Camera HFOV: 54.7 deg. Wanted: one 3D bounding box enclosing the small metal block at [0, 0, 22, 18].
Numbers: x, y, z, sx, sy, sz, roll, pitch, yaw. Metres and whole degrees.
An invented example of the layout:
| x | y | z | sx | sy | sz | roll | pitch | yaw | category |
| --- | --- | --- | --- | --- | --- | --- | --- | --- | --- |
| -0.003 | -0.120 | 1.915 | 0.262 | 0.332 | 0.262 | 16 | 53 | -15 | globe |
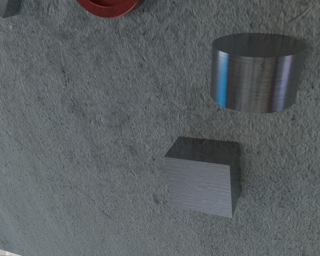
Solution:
| x | y | z | sx | sy | sz | roll | pitch | yaw | category |
| --- | --- | --- | --- | --- | --- | --- | --- | --- | --- |
| -0.207 | -0.181 | 0.401 | 0.050 | 0.025 | 0.050 | 42 | 129 | -2 | small metal block |

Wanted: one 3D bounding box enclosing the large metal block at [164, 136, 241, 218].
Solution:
| x | y | z | sx | sy | sz | roll | pitch | yaw | category |
| --- | --- | --- | --- | --- | --- | --- | --- | --- | --- |
| 0.057 | 0.061 | 0.397 | 0.080 | 0.050 | 0.079 | 5 | 121 | 25 | large metal block |

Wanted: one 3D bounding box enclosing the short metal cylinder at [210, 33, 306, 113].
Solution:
| x | y | z | sx | sy | sz | roll | pitch | yaw | category |
| --- | --- | --- | --- | --- | --- | --- | --- | --- | --- |
| 0.089 | -0.054 | 0.290 | 0.080 | 0.080 | 0.050 | 11 | 123 | 22 | short metal cylinder |

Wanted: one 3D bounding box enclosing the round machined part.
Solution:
| x | y | z | sx | sy | sz | roll | pitch | yaw | category |
| --- | --- | --- | --- | --- | --- | --- | --- | --- | --- |
| -0.049 | -0.167 | 0.317 | 0.098 | 0.042 | 0.097 | 13 | 124 | 20 | round machined part |
